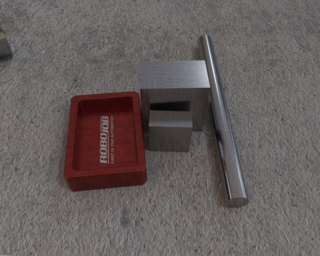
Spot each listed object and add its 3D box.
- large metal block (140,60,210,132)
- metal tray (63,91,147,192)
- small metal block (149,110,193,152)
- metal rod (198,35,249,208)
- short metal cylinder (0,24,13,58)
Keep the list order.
[{"bbox_3d":[0.017,-0.039,0.401,0.081,0.080,0.050,-1,50,-2],"label":"large metal block"},{"bbox_3d":[-0.067,0.011,0.389,0.091,0.030,0.130,-5,50,-5],"label":"metal tray"},{"bbox_3d":[0.013,0.005,0.383,0.050,0.050,0.025,2,50,1],"label":"small metal block"},{"bbox_3d":[0.080,-0.034,0.432,0.025,0.025,0.300,-1,50,-1],"label":"metal rod"},{"bbox_3d":[-0.275,-0.148,0.489,0.050,0.080,0.080,-23,54,-18],"label":"short metal cylinder"}]
